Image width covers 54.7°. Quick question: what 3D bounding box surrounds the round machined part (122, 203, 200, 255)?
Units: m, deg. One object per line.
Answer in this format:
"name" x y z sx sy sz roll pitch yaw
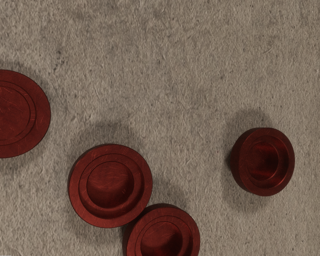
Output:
"round machined part" -0.001 0.146 0.401 0.099 0.042 0.097 0 90 -21

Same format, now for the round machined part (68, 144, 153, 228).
"round machined part" -0.062 0.067 0.378 0.099 0.042 0.097 0 90 -21

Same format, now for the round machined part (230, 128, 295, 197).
"round machined part" 0.145 0.048 0.455 0.099 0.042 0.097 0 90 -21

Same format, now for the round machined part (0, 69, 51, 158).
"round machined part" -0.171 -0.015 0.337 0.099 0.042 0.097 0 90 -21
